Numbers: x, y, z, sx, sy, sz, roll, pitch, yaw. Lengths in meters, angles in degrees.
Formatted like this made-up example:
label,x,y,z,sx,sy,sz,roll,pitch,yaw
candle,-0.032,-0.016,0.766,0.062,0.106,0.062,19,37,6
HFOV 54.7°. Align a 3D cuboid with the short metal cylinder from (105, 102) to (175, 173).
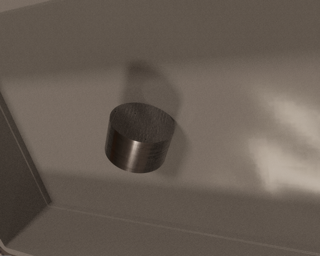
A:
label,x,y,z,sx,sy,sz,roll,pitch,yaw
short metal cylinder,-0.026,0.011,0.392,0.080,0.080,0.050,25,127,12
